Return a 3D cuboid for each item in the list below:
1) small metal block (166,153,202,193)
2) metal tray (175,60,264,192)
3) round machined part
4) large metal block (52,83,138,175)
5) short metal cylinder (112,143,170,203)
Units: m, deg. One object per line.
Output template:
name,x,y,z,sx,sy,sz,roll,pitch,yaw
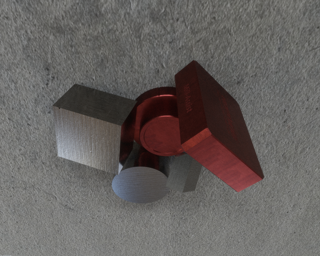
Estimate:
small metal block,0.036,0.060,0.430,0.025,0.050,0.050,17,180,26
metal tray,0.060,-0.007,0.333,0.030,0.130,0.090,-37,121,26
round machined part,0.008,-0.002,0.397,0.099,0.042,0.097,-1,130,0
large metal block,-0.077,0.002,0.376,0.080,0.050,0.079,16,130,8
short metal cylinder,-0.026,0.064,0.447,0.081,0.050,0.079,0,130,0
